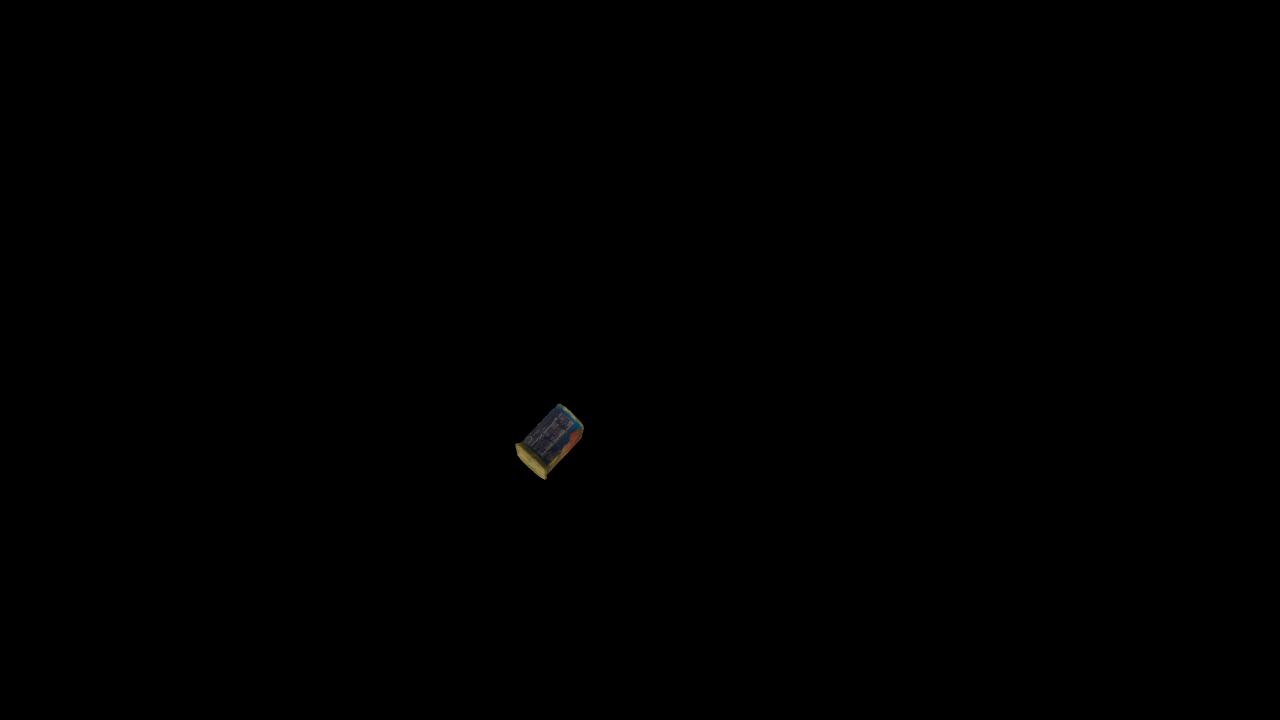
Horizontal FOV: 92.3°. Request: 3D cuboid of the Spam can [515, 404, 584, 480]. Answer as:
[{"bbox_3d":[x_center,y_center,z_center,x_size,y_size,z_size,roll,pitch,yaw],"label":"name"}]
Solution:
[{"bbox_3d":[-0.130,0.118,0.892,0.058,0.085,0.101,40,-21,6],"label":"Spam can"}]
